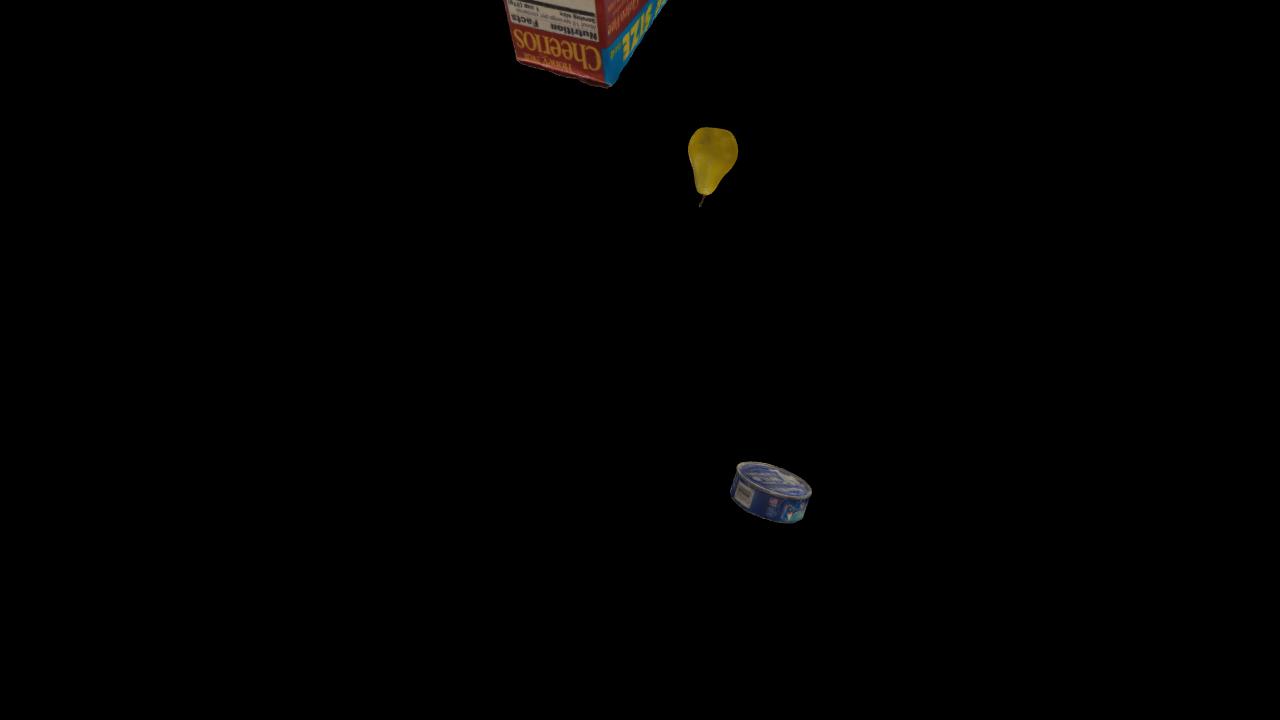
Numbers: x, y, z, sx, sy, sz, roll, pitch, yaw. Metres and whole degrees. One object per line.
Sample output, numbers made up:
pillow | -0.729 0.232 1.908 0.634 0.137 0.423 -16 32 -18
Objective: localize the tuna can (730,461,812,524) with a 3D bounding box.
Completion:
tuna can | 0.142 0.144 0.672 0.084 0.034 0.084 14 12 -3

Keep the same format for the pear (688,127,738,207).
pear | 0.104 -0.282 0.904 0.080 0.111 0.080 6 21 -3

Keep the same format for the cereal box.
cereal box | -0.015 -0.332 0.303 0.081 0.203 0.306 20 -27 14
